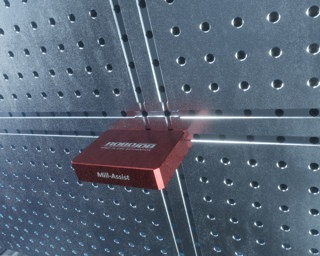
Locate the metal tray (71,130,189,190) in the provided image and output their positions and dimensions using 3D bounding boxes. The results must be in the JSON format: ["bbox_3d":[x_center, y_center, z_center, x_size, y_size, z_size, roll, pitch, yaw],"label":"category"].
[{"bbox_3d":[-0.039,0.037,0.412,0.130,0.090,0.030,1,119,28],"label":"metal tray"}]
